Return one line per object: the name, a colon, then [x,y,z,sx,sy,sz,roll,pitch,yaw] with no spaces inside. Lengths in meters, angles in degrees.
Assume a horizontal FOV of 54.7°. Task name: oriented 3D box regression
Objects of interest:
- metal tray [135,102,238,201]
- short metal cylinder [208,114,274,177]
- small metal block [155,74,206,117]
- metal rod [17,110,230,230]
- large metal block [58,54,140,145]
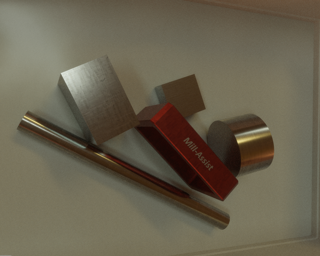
metal tray: [0.027,0.029,0.385,0.030,0.090,0.130,-46,105,-15]
short metal cylinder: [0.107,0.024,0.421,0.050,0.080,0.079,-12,95,-19]
small metal block: [0.028,-0.040,0.419,0.050,0.025,0.050,-21,97,-19]
metal rod: [-0.032,0.062,0.398,0.301,0.025,0.025,30,80,-18]
large metal block: [-0.073,-0.029,0.353,0.050,0.080,0.080,-28,100,-18]
